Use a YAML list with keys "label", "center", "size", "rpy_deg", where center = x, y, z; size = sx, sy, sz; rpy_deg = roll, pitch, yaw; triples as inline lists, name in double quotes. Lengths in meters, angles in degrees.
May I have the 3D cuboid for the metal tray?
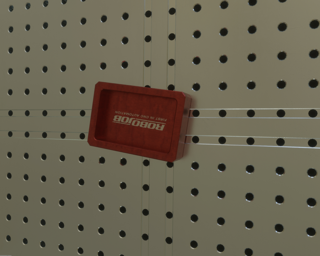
- label: "metal tray"
  center: [-0.030, -0.010, 0.420]
  size: [0.130, 0.030, 0.090]
  rpy_deg: [10, 93, 19]
